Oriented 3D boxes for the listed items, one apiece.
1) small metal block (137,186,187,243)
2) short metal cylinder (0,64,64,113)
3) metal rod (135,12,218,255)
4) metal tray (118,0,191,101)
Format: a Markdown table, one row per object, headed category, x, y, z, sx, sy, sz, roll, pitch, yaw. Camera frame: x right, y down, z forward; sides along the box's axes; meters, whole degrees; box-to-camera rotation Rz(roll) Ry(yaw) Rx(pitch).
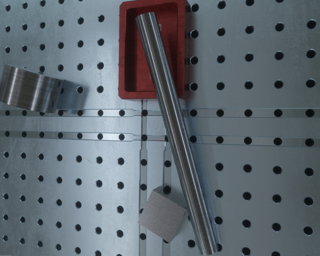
| category | x | y | z | sx | sy | sz | roll | pitch | yaw |
| --- | --- | --- | --- | --- | --- | --- | --- | --- | --- |
| small metal block | 0.006 | 0.113 | 0.410 | 0.050 | 0.025 | 0.050 | 27 | 99 | 17 |
| short metal cylinder | -0.186 | -0.057 | 0.447 | 0.080 | 0.080 | 0.050 | 19 | 96 | 18 |
| metal rod | 0.022 | 0.011 | 0.379 | 0.025 | 0.025 | 0.298 | -14 | 95 | 19 |
| metal tray | -0.007 | -0.102 | 0.411 | 0.090 | 0.030 | 0.129 | 1 | 90 | 19 |
